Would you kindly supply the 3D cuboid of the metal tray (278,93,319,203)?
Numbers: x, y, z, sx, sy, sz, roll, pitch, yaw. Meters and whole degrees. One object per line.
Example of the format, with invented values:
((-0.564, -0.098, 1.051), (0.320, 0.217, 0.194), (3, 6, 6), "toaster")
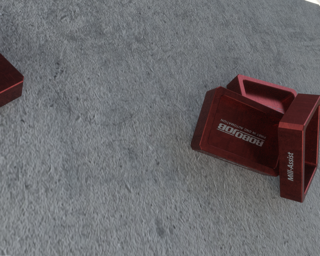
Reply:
((0.198, 0.028, 0.436), (0.091, 0.030, 0.129), (-42, 130, -39), "metal tray")

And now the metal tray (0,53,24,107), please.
((-0.222, -0.068, 0.322), (0.130, 0.030, 0.090), (44, 51, 2), "metal tray")

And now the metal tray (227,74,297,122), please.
((0.180, -0.033, 0.516), (0.131, 0.030, 0.090), (10, 58, -23), "metal tray")

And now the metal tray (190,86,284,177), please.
((0.117, 0.007, 0.435), (0.131, 0.030, 0.090), (20, 80, -16), "metal tray")
